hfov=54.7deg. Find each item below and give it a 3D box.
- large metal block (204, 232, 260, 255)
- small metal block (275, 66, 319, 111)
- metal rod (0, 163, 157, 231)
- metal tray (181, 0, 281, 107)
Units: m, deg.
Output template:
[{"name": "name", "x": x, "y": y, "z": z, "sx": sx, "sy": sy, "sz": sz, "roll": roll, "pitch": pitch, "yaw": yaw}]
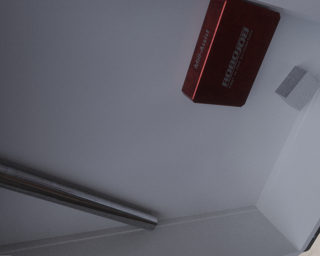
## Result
[{"name": "large metal block", "x": 0.145, "y": 0.267, "z": 0.643, "sx": 0.080, "sy": 0.050, "sz": 0.080, "roll": 20, "pitch": 107, "yaw": -36}, {"name": "small metal block", "x": 0.219, "y": -0.062, "z": 0.493, "sx": 0.050, "sy": 0.025, "sz": 0.050, "roll": 28, "pitch": 103, "yaw": -38}, {"name": "metal rod", "x": -0.114, "y": 0.091, "z": 0.403, "sx": 0.301, "sy": 0.025, "sz": 0.025, "roll": 31, "pitch": 101, "yaw": -39}, {"name": "metal tray", "x": 0.090, "y": -0.094, "z": 0.398, "sx": 0.091, "sy": 0.030, "sz": 0.129, "roll": 2, "pitch": 117, "yaw": -30}]
